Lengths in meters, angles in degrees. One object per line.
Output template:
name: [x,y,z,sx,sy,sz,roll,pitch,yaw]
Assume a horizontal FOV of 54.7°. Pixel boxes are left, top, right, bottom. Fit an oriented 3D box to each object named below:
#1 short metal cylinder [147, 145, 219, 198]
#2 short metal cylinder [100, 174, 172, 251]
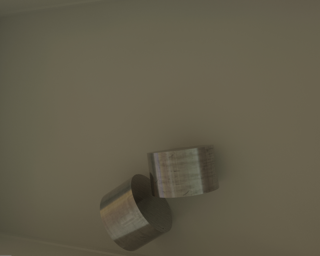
short metal cylinder: [0.027,0.050,0.372,0.080,0.080,0.050,-8,87,20]
short metal cylinder: [-0.029,0.106,0.391,0.050,0.080,0.080,-35,79,17]
